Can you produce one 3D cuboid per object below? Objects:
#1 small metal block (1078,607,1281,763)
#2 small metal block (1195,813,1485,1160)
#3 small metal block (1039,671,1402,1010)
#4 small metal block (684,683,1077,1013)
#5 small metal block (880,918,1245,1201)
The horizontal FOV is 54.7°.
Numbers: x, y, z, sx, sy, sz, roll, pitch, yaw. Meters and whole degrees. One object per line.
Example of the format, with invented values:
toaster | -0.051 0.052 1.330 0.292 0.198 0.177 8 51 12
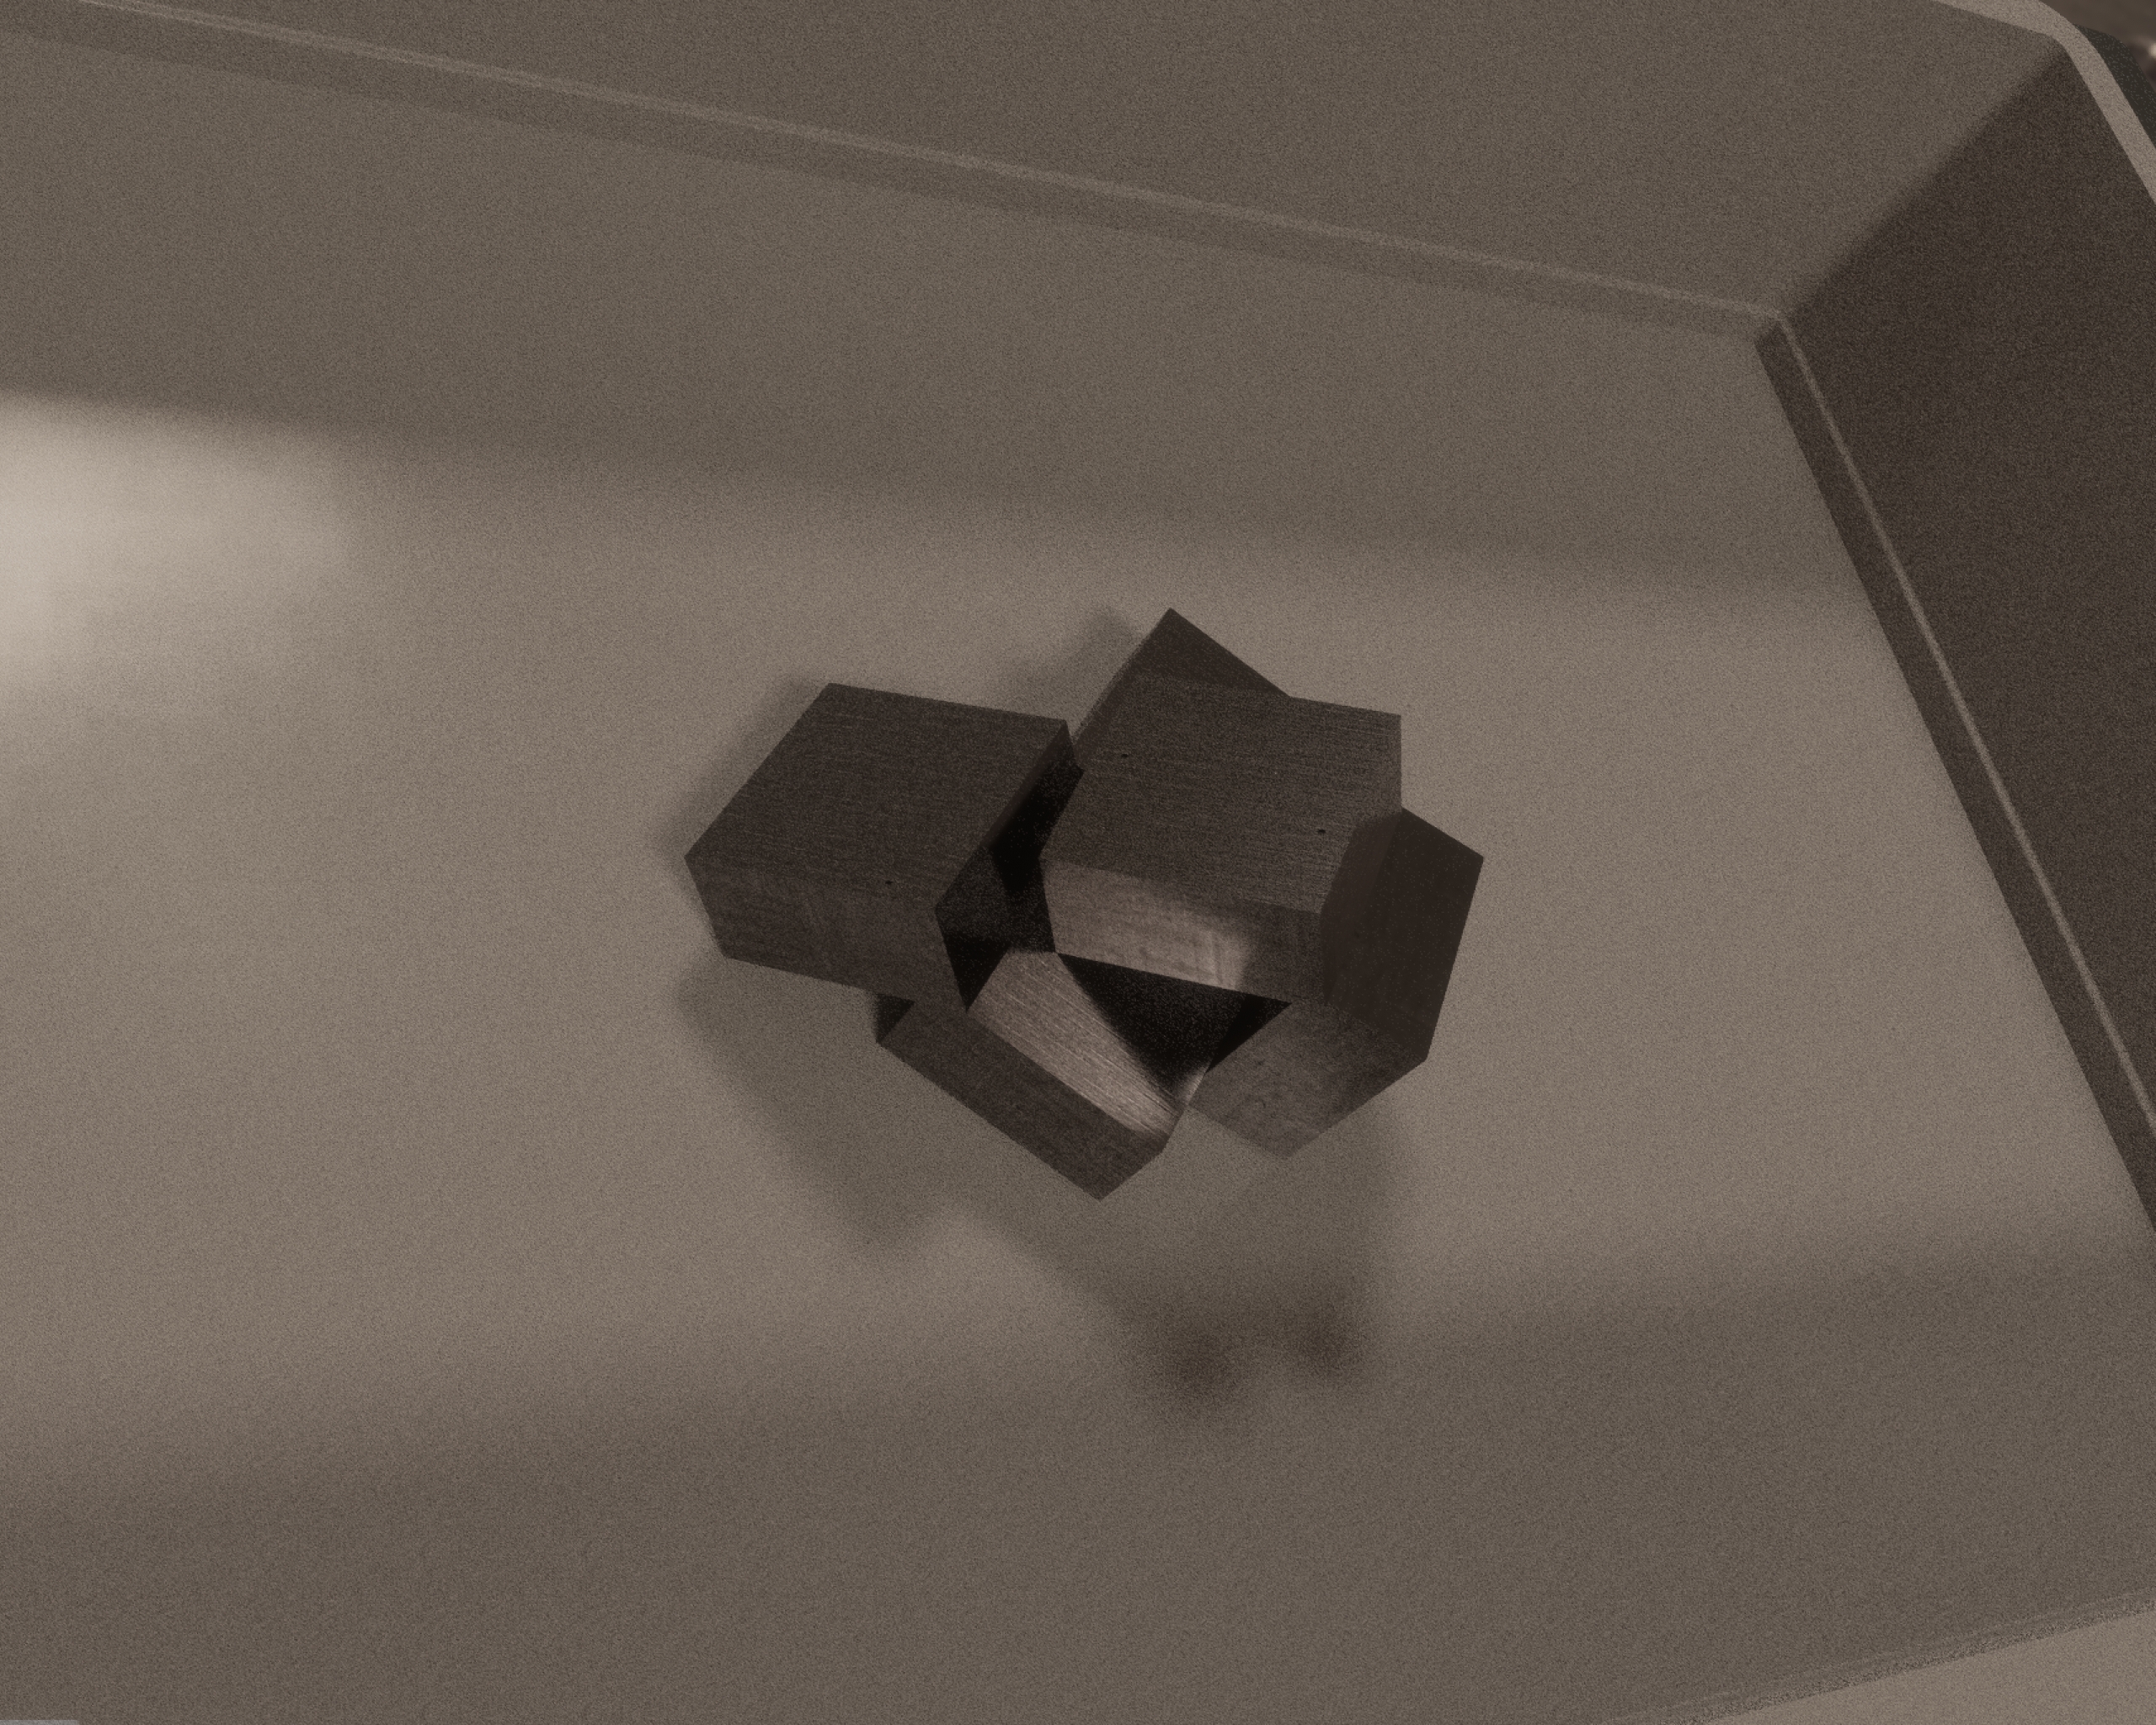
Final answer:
small metal block | 0.023 -0.016 0.427 0.050 0.025 0.050 36 51 -4
small metal block | 0.049 0.022 0.402 0.025 0.050 0.050 31 52 -9
small metal block | 0.027 -0.005 0.375 0.050 0.025 0.050 11 49 19
small metal block | -0.033 -0.004 0.374 0.050 0.025 0.050 11 46 25
small metal block | 0.000 0.026 0.389 0.050 0.025 0.050 36 51 -4
